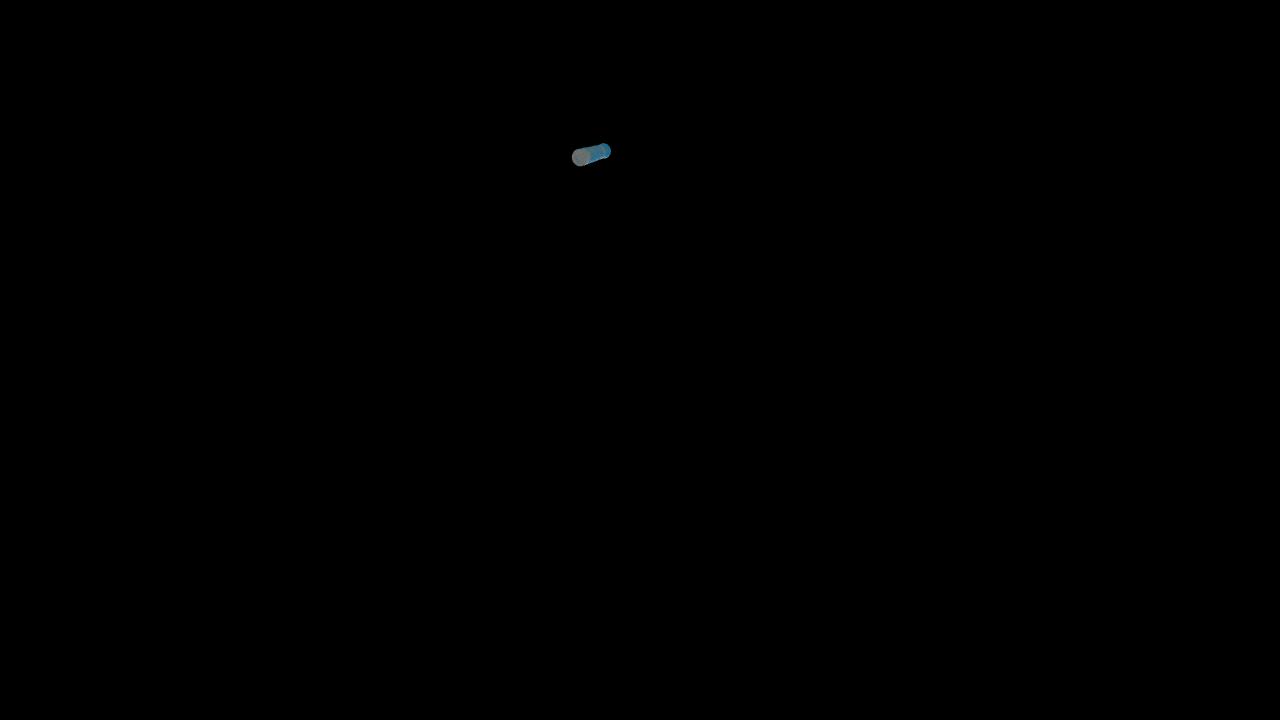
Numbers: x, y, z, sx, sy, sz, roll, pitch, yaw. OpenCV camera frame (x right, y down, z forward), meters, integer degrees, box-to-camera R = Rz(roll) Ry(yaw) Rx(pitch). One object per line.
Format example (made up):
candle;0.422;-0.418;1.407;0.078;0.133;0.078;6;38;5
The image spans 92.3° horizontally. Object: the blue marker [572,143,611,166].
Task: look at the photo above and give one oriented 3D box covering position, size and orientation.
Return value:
blue marker;-0.057;-0.249;0.744;0.020;0.020;0.121;0;22;11
